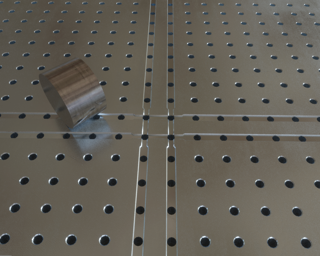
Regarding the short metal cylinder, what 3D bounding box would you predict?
[{"bbox_3d":[-0.115,-0.046,0.410,0.050,0.080,0.080,-34,58,-25],"label":"short metal cylinder"}]
